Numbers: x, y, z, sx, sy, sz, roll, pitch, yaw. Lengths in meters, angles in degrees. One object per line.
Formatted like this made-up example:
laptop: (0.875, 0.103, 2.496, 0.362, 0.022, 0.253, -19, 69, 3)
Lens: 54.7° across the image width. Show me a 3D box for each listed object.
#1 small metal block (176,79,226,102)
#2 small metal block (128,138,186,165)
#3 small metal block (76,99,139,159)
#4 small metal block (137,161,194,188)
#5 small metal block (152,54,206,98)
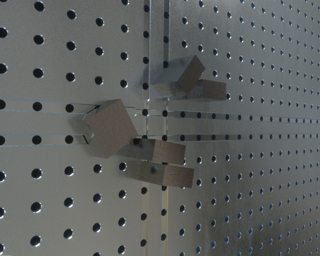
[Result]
small metal block: (0.059, -0.052, 0.445, 0.050, 0.050, 0.025, 1, 90, -40)
small metal block: (-0.004, 0.030, 0.391, 0.050, 0.050, 0.025, 14, 81, -40)
small metal block: (-0.060, 0.000, 0.360, 0.050, 0.025, 0.050, -38, 114, -34)
small metal block: (0.007, 0.060, 0.401, 0.050, 0.050, 0.025, 13, 82, -40)
small metal block: (0.025, -0.069, 0.416, 0.025, 0.050, 0.050, 48, 61, -30)
